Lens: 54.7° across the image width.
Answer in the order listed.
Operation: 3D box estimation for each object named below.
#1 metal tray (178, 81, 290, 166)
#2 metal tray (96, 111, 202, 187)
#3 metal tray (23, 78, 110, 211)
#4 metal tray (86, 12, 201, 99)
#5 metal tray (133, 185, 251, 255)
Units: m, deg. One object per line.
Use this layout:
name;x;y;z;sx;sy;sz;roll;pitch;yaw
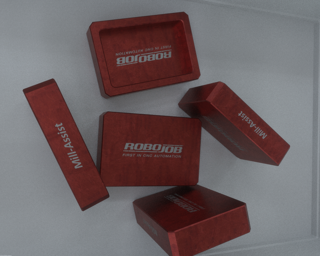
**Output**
metal tray;0.095;-0.004;0.410;0.130;0.090;0.030;39;78;-16
metal tray;-0.013;0.028;0.401;0.131;0.030;0.089;4;89;-21
metal tray;-0.103;0.017;0.336;0.030;0.090;0.129;-26;99;-19
metal tray;-0.019;-0.095;0.400;0.131;0.030;0.089;-14;95;-20
metal tray;0.030;0.101;0.364;0.091;0.130;0.030;-13;95;-20
